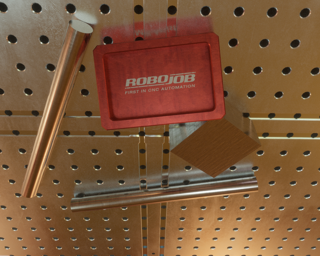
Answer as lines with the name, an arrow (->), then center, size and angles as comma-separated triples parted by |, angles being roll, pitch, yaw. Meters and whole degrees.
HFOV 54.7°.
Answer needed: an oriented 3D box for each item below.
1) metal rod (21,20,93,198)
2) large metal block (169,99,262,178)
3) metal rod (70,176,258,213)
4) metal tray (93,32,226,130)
metal rod -> -0.145, -0.002, 0.407 | 0.025, 0.025, 0.298 | 20, 127, -16
large metal block -> 0.069, 0.010, 0.405 | 0.080, 0.050, 0.080 | 33, 123, -25
metal rod -> 0.004, 0.109, 0.504 | 0.302, 0.025, 0.025 | -8, 130, 6
metal tray -> 0.000, -0.049, 0.335 | 0.131, 0.030, 0.089 | -6, 94, 4
